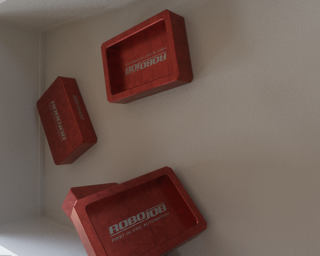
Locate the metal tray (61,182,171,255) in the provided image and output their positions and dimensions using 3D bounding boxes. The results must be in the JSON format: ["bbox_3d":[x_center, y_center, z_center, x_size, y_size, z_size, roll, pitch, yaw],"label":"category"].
[{"bbox_3d":[-0.057,0.127,0.407,0.130,0.091,0.030,40,110,32],"label":"metal tray"}]

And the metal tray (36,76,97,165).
[{"bbox_3d":[-0.164,-0.012,0.536,0.090,0.030,0.130,-37,68,33],"label":"metal tray"}]

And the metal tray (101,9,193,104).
[{"bbox_3d":[-0.023,-0.090,0.419,0.130,0.030,0.089,-13,82,39],"label":"metal tray"}]

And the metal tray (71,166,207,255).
[{"bbox_3d":[-0.022,0.105,0.353,0.090,0.131,0.030,56,143,25],"label":"metal tray"}]
